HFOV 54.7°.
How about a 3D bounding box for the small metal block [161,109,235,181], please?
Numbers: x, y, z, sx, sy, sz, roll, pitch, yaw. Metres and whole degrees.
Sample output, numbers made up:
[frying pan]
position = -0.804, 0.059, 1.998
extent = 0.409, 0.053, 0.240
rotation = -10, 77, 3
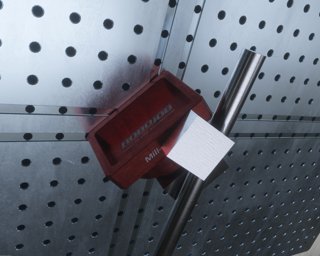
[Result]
[small metal block]
position = 0.038, 0.018, 0.318
extent = 0.050, 0.025, 0.050
rotation = 35, 97, -20

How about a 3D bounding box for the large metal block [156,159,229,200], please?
[large metal block]
position = 0.030, 0.043, 0.417
extent = 0.080, 0.080, 0.050
rotation = -40, 130, -1

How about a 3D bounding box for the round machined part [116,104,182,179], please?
[round machined part]
position = -0.002, 0.020, 0.382
extent = 0.098, 0.098, 0.042
rotation = -41, 130, -1

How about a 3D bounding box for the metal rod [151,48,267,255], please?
[metal rod]
position = 0.047, 0.053, 0.367
extent = 0.025, 0.025, 0.298
rotation = 7, 115, -32

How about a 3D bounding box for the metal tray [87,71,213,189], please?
[metal tray]
position = -0.016, -0.002, 0.360
extent = 0.130, 0.090, 0.030
rotation = -40, 130, -2
